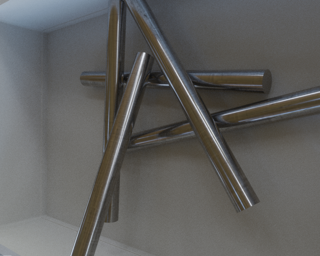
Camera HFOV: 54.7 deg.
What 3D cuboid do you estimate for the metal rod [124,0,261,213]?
[{"bbox_3d":[0.024,-0.049,0.352,0.025,0.025,0.299,-40,66,33],"label":"metal rod"}]

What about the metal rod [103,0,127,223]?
[{"bbox_3d":[-0.064,-0.021,0.425,0.025,0.025,0.298,4,93,40],"label":"metal rod"}]

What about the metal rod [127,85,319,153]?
[{"bbox_3d":[0.037,0.002,0.376,0.300,0.025,0.025,-14,81,39],"label":"metal rod"}]

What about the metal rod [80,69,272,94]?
[{"bbox_3d":[-0.005,-0.064,0.411,0.300,0.025,0.025,8,95,39],"label":"metal rod"}]

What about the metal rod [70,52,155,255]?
[{"bbox_3d":[-0.059,0.048,0.364,0.025,0.025,0.299,5,72,40],"label":"metal rod"}]
